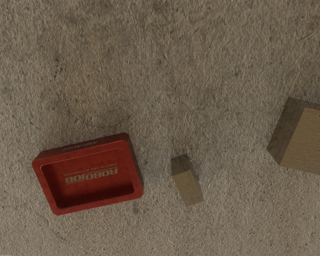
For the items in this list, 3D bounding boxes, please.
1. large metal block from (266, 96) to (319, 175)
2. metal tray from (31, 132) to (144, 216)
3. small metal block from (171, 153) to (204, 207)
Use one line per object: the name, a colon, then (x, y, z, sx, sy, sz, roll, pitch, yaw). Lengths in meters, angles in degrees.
large metal block: (0.199, 0.012, 0.403, 0.080, 0.050, 0.079, 14, 110, -5)
metal tray: (-0.096, 0.065, 0.429, 0.131, 0.030, 0.089, -13, 110, 4)
small metal block: (0.036, 0.070, 0.422, 0.025, 0.050, 0.050, -21, 109, 8)
